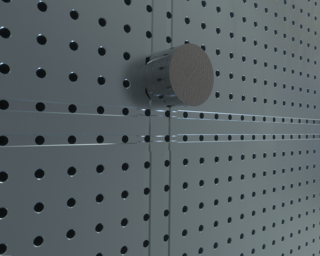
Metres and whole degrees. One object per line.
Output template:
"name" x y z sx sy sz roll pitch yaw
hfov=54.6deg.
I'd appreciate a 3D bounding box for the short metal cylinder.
"short metal cylinder" 0.026 -0.067 0.413 0.081 0.050 0.080 0 90 -40
